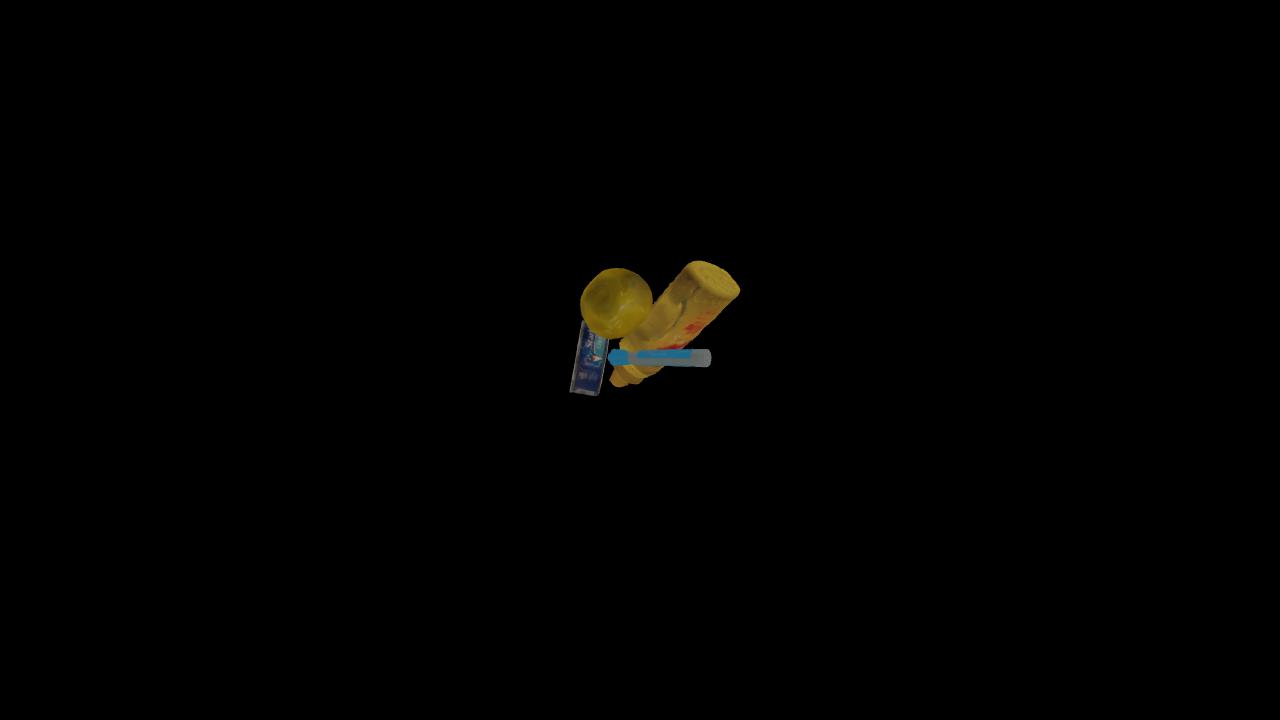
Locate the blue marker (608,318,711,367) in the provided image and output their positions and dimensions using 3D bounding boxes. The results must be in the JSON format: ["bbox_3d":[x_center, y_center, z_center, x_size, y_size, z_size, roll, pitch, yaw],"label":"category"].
[{"bbox_3d":[0.017,-0.002,0.657,0.121,0.020,0.020,1,0,31],"label":"blue marker"}]

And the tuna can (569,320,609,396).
[{"bbox_3d":[-0.057,-0.001,0.701,0.034,0.084,0.084,10,-1,-6],"label":"tuna can"}]

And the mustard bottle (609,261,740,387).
[{"bbox_3d":[0.025,-0.030,0.694,0.184,0.054,0.092,-46,-18,29],"label":"mustard bottle"}]

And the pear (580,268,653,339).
[{"bbox_3d":[-0.015,-0.060,0.692,0.080,0.080,0.111,0,-1,27],"label":"pear"}]
